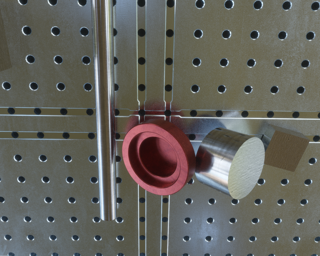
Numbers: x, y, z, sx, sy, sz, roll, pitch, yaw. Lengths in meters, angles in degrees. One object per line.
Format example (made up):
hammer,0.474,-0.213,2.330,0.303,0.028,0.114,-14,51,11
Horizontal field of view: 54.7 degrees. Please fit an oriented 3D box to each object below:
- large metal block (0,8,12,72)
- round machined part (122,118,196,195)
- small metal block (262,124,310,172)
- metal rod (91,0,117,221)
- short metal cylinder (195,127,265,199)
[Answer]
large metal block,-0.215,-0.100,0.344,0.050,0.080,0.079,-2,110,0
round machined part,0.003,0.034,0.402,0.098,0.042,0.097,12,114,29
small metal block,0.167,0.027,0.426,0.050,0.025,0.050,16,109,-6
metal rod,-0.072,-0.009,0.408,0.025,0.025,0.298,1,110,-1
short metal cylinder,0.090,0.044,0.396,0.081,0.050,0.079,-17,115,-40
